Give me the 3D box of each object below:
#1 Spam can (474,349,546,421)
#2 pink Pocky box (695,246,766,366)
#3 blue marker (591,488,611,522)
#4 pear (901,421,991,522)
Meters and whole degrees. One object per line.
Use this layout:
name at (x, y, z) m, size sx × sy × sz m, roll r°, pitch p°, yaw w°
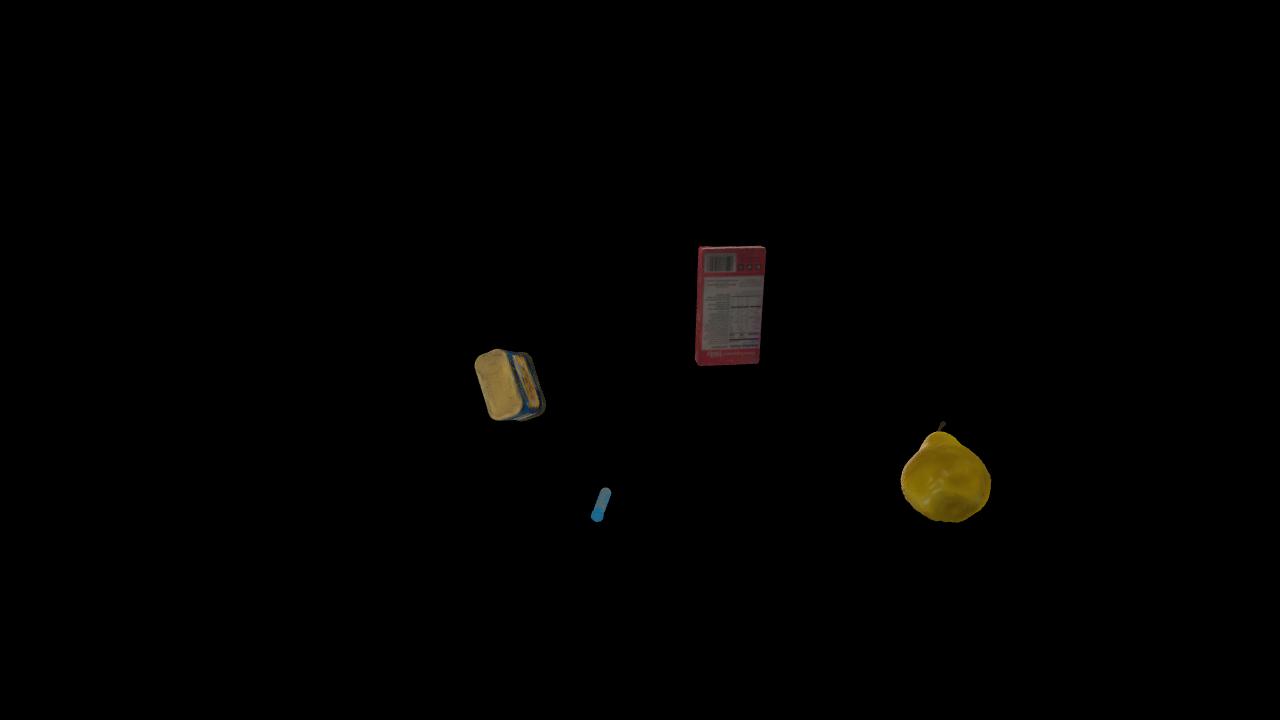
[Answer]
Spam can at (-0.185, 0.037, 0.877) m, size 0.058 × 0.101 × 0.085 m, roll -21°, pitch -8°, yaw 9°
pink Pocky box at (0.115, -0.069, 0.797) m, size 0.084 × 0.155 × 0.029 m, roll -2°, pitch 18°, yaw -6°
blue marker at (-0.060, 0.226, 0.963) m, size 0.020 × 0.020 × 0.121 m, roll 0°, pitch 5°, yaw 3°
pear at (0.300, 0.106, 0.619) m, size 0.080 × 0.080 × 0.111 m, roll 0°, pitch 33°, yaw 9°
